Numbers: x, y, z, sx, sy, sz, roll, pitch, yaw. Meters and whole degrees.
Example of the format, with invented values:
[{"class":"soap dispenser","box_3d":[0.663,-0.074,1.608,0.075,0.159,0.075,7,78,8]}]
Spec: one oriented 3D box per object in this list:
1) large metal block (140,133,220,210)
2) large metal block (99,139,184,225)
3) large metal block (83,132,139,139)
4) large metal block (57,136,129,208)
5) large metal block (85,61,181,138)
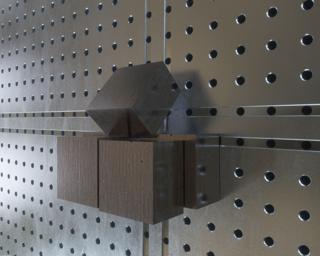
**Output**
[{"class":"large metal block","box_3d":[0.023,0.047,0.372,0.080,0.050,0.079,-1,89,39]},{"class":"large metal block","box_3d":[-0.022,0.053,0.341,0.080,0.050,0.079,0,90,39]},{"class":"large metal block","box_3d":[-0.067,0.046,0.446,0.080,0.050,0.079,2,91,39]},{"class":"large metal block","box_3d":[-0.085,0.050,0.392,0.080,0.050,0.079,0,90,39]},{"class":"large metal block","box_3d":[-0.033,-0.035,0.391,0.080,0.050,0.080,1,48,39]}]
